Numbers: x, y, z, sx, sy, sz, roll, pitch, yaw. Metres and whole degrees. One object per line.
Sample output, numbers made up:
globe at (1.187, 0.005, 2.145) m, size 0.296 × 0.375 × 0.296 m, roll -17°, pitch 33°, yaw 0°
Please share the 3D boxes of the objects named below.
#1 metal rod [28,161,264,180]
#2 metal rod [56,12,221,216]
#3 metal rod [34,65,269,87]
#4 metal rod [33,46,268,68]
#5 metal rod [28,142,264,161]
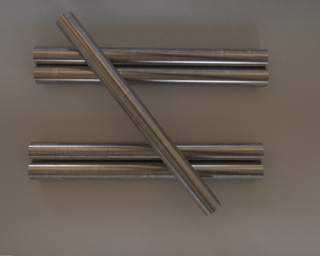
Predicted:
metal rod at (-0.018, 0.056, 0.409) m, size 0.302 × 0.025 × 0.025 m, roll 0°, pitch 90°, yaw 0°
metal rod at (-0.026, -0.017, 0.385) m, size 0.025 × 0.025 × 0.300 m, roll -38°, pitch 90°, yaw 0°
metal rod at (-0.011, -0.069, 0.409) m, size 0.302 × 0.025 × 0.025 m, roll 1°, pitch 90°, yaw 0°
metal rod at (-0.012, -0.093, 0.409) m, size 0.302 × 0.025 × 0.025 m, roll 1°, pitch 90°, yaw 0°
metal rod at (-0.017, 0.031, 0.409) m, size 0.302 × 0.025 × 0.025 m, roll 0°, pitch 90°, yaw 0°
